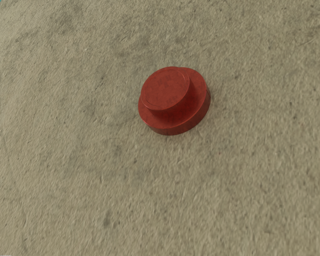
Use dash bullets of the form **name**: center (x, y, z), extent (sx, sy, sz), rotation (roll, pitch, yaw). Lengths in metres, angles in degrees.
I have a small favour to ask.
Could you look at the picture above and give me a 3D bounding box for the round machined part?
- **round machined part**: center (0.014, -0.042, 0.411), extent (0.098, 0.042, 0.098), rotation (-13, 56, 20)
